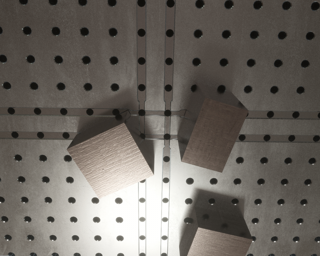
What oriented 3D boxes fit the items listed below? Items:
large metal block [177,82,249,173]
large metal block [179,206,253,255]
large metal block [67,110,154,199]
[{"bbox_3d":[0.060,-0.004,0.384,0.050,0.080,0.079,16,109,-6],"label":"large metal block"},{"bbox_3d":[0.080,0.174,0.465,0.081,0.050,0.079,15,109,-6],"label":"large metal block"},{"bbox_3d":[-0.062,0.035,0.412,0.080,0.050,0.080,-25,109,8],"label":"large metal block"}]
